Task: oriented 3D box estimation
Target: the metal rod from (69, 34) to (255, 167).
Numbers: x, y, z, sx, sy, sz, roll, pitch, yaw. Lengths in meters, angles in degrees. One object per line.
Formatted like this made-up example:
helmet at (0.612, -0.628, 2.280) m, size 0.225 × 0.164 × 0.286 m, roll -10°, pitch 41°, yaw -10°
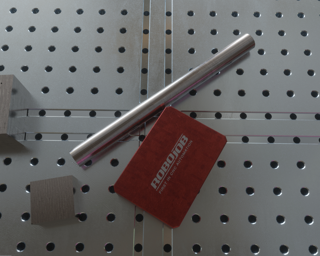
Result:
metal rod at (0.012, -0.045, 0.428) m, size 0.301 × 0.025 × 0.025 m, roll -35°, pitch 74°, yaw -12°

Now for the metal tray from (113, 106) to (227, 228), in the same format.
metal tray at (0.015, 0.047, 0.392) m, size 0.090 × 0.030 × 0.130 m, roll 30°, pitch 72°, yaw 10°

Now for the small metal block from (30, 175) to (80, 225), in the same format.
small metal block at (-0.128, 0.088, 0.378) m, size 0.050 × 0.025 × 0.050 m, roll -9°, pitch 70°, yaw -4°

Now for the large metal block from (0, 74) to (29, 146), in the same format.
large metal block at (-0.225, -0.021, 0.403) m, size 0.081 × 0.050 × 0.080 m, roll -3°, pitch 70°, yaw -2°
